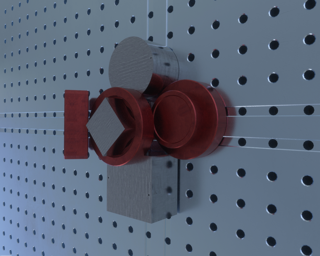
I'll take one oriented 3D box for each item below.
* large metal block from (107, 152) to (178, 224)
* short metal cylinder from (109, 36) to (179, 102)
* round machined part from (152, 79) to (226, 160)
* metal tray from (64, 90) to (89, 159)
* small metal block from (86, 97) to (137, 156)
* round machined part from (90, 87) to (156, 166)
[{"bbox_3d":[-0.024,0.072,0.410,0.080,0.050,0.080,1,91,40],"label":"large metal block"},{"bbox_3d":[-0.022,-0.076,0.411,0.080,0.050,0.080,0,90,40],"label":"short metal cylinder"},{"bbox_3d":[0.026,-0.010,0.375,0.098,0.042,0.097,0,90,40],"label":"round machined part"},{"bbox_3d":[-0.122,-0.006,0.460,0.130,0.030,0.089,-175,86,-77],"label":"metal tray"},{"bbox_3d":[-0.058,-0.001,0.377,0.050,0.025,0.050,-49,61,29],"label":"small metal block"},{"bbox_3d":[-0.044,-0.002,0.397,0.098,0.042,0.097,0,90,40],"label":"round machined part"}]
